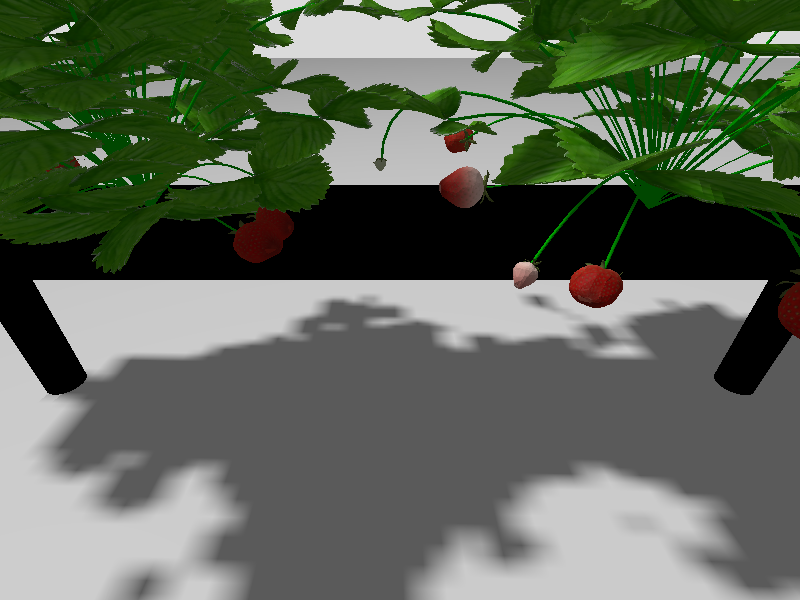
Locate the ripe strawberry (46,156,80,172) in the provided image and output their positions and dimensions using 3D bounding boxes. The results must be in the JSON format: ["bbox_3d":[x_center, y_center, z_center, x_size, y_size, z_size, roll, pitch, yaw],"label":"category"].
[{"bbox_3d":[-0.344,-0.133,0.403,0.038,0.040,0.035,15,36,22],"label":"ripe strawberry"}]

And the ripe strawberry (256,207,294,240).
[{"bbox_3d":[-0.091,-0.056,0.293,0.027,0.028,0.025,17,37,24],"label":"ripe strawberry"}]

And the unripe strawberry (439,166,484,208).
[{"bbox_3d":[0.055,-0.101,0.356,0.039,0.033,0.039,0,33,2],"label":"unripe strawberry"}]

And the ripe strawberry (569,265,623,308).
[{"bbox_3d":[0.106,-0.006,0.220,0.027,0.024,0.024,22,45,30],"label":"ripe strawberry"}]

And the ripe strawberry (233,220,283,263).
[{"bbox_3d":[-0.092,-0.037,0.265,0.028,0.028,0.031,24,40,32],"label":"ripe strawberry"}]

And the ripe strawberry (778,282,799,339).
[{"bbox_3d":[0.206,0.008,0.193,0.034,0.034,0.030,3,-28,5],"label":"ripe strawberry"}]

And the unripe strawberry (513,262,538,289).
[{"bbox_3d":[0.075,-0.015,0.243,0.015,0.016,0.016,31,-10,38],"label":"unripe strawberry"}]

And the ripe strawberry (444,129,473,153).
[{"bbox_3d":[0.076,-0.214,0.533,0.039,0.033,0.039,-21,33,-29],"label":"ripe strawberry"}]

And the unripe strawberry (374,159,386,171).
[{"bbox_3d":[-0.019,-0.129,0.383,0.011,0.011,0.010,5,33,8],"label":"unripe strawberry"}]
